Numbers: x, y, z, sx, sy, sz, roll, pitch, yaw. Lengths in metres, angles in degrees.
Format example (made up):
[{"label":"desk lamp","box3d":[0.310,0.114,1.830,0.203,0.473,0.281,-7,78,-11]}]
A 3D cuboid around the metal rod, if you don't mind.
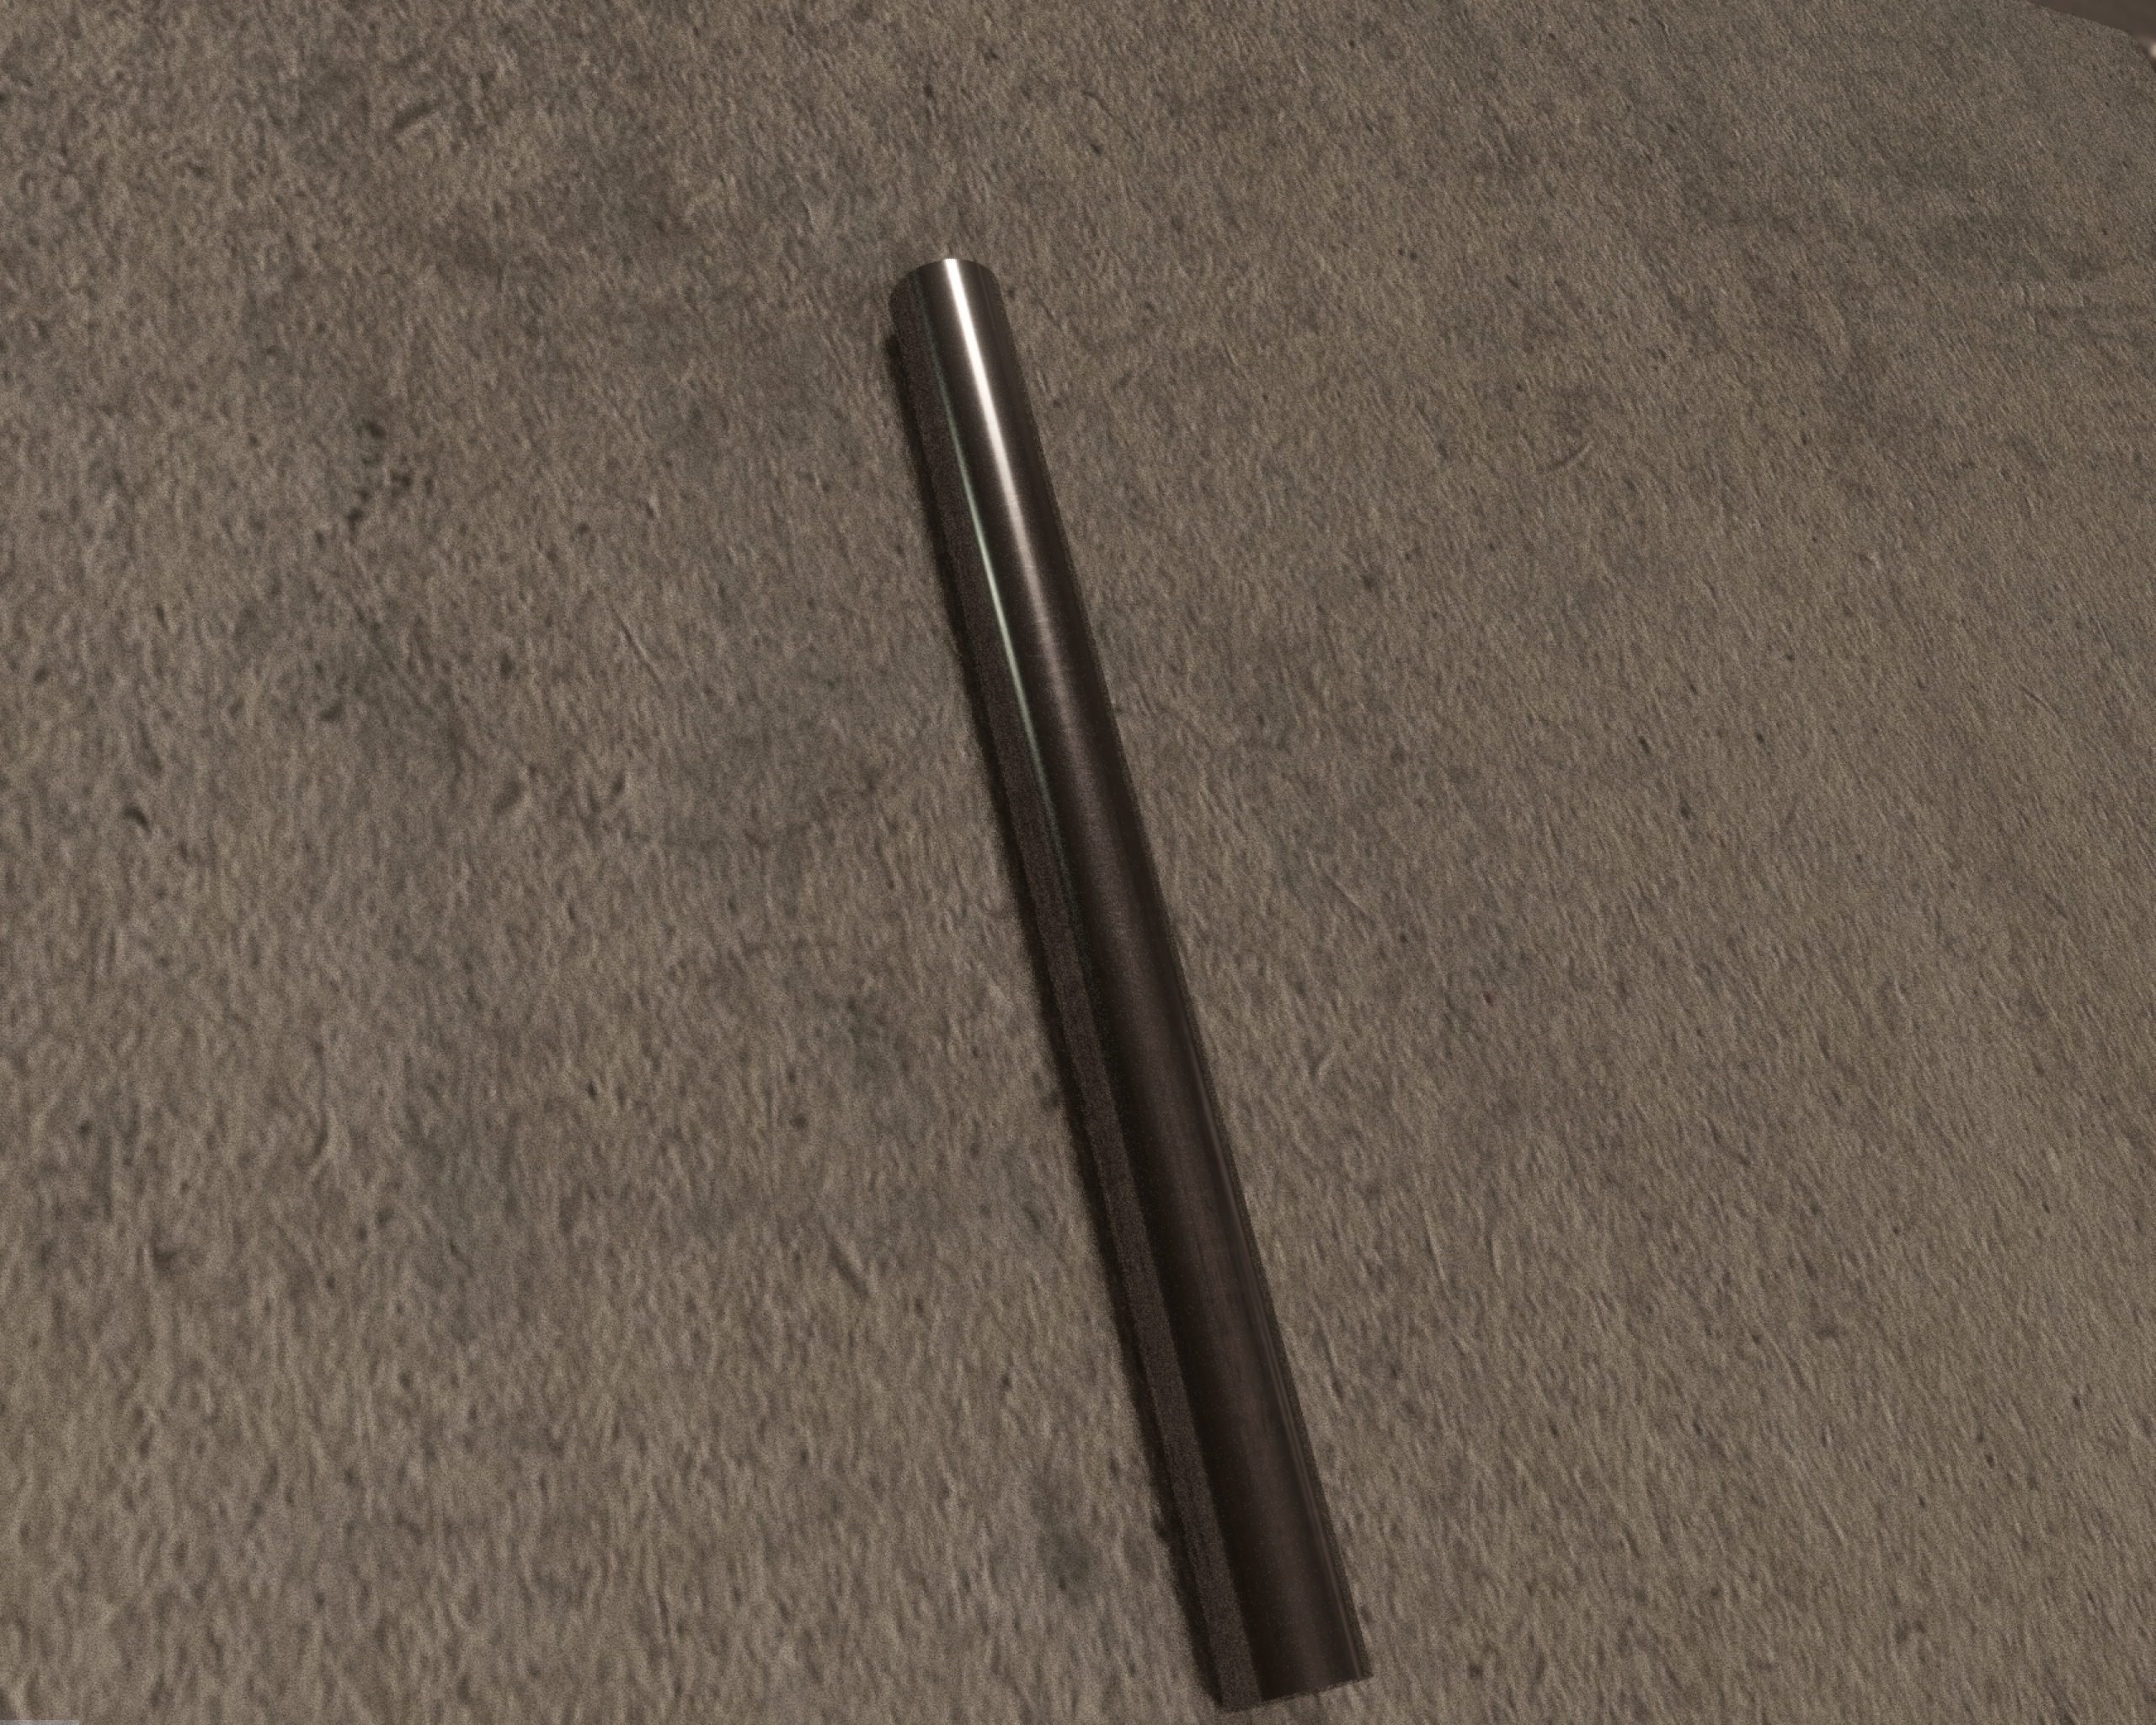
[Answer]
[{"label":"metal rod","box3d":[0.003,0.005,0.405,0.025,0.025,0.299,0,62,-29]}]
